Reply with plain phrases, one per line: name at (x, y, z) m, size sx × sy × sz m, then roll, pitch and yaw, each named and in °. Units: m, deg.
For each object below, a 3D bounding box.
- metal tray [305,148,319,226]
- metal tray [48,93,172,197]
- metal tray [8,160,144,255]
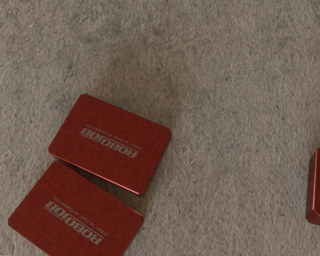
metal tray at (0.244, 0.080, 0.358) m, size 0.131 × 0.030 × 0.090 m, roll 12°, pitch 58°, yaw 14°
metal tray at (-0.062, 0.021, 0.397) m, size 0.130 × 0.030 × 0.090 m, roll 23°, pitch 71°, yaw 7°
metal tray at (-0.096, 0.109, 0.364) m, size 0.130 × 0.030 × 0.090 m, roll 31°, pitch 73°, yaw 10°
